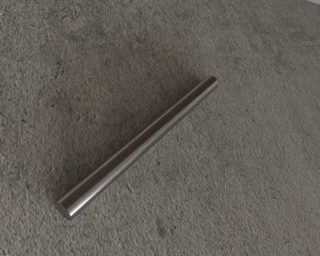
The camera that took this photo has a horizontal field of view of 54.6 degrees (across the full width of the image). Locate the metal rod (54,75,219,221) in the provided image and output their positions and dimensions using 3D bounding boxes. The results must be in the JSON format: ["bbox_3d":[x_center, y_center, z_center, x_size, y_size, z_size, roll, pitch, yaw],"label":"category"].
[{"bbox_3d":[-0.007,0.005,0.399,0.025,0.025,0.302,46,51,4],"label":"metal rod"}]
